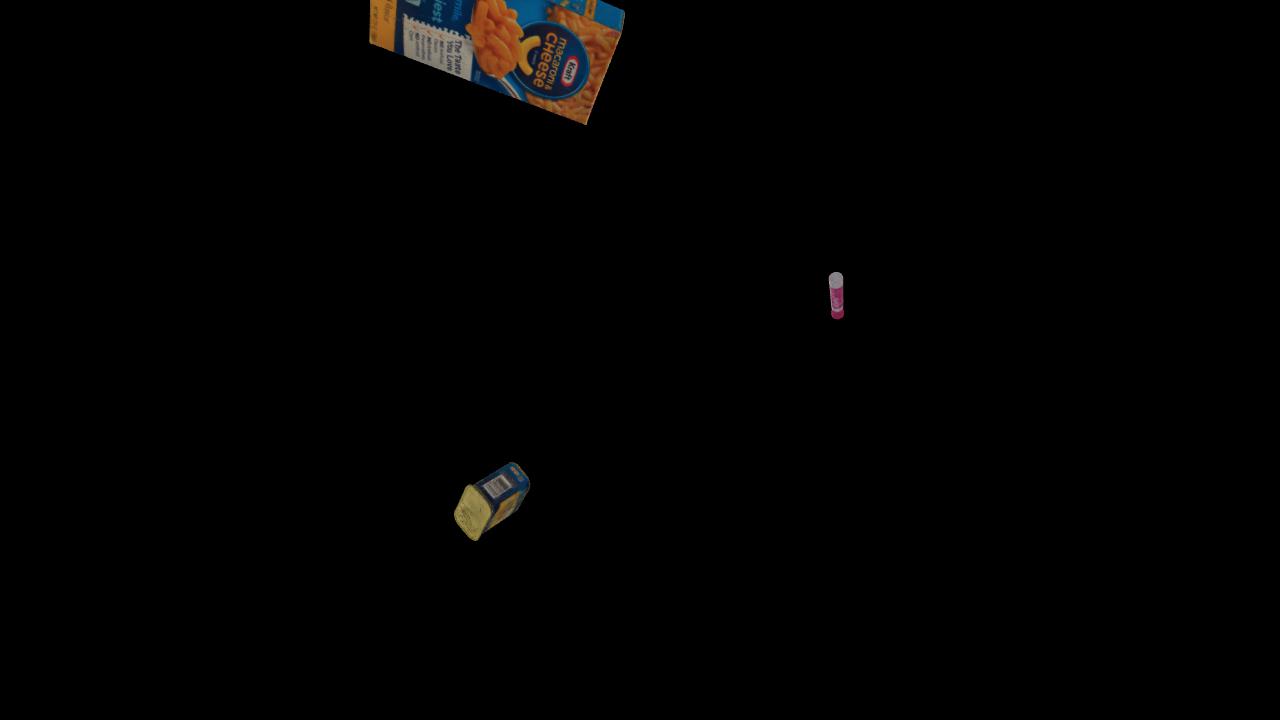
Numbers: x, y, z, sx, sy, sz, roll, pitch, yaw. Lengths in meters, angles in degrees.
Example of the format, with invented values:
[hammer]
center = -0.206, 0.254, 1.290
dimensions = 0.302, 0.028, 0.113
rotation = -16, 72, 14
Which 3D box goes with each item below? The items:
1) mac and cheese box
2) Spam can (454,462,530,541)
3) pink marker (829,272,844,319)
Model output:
[mac and cheese box]
center = -0.114, -0.264, 0.488
dimensions = 0.184, 0.041, 0.093
rotation = 15, -36, -16
[Spam can]
center = -0.221, 0.211, 0.927
dimensions = 0.085, 0.058, 0.101
rotation = -28, -23, -49
[pink marker]
center = 0.280, -0.089, 0.875
dimensions = 0.020, 0.020, 0.121
rotation = 0, -20, 19
